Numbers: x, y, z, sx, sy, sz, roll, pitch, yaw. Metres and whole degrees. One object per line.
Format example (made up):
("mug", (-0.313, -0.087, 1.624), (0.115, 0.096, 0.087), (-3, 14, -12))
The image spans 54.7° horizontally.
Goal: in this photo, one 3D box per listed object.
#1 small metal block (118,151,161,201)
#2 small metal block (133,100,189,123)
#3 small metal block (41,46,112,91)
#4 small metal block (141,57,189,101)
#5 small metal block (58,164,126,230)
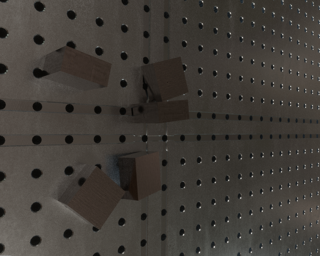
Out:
("small metal block", (-0.024, 0.057, 0.382), (0.050, 0.025, 0.050), (-9, 96, -58))
("small metal block", (0.001, -0.021, 0.396), (0.050, 0.050, 0.025), (-9, 96, -40))
("small metal block", (-0.087, -0.060, 0.321), (0.050, 0.050, 0.025), (16, 80, -39))
("small metal block", (0.007, -0.065, 0.417), (0.050, 0.025, 0.050), (-23, 105, -38))
("small metal block", (-0.075, 0.077, 0.348), (0.050, 0.025, 0.050), (49, 61, -29))
